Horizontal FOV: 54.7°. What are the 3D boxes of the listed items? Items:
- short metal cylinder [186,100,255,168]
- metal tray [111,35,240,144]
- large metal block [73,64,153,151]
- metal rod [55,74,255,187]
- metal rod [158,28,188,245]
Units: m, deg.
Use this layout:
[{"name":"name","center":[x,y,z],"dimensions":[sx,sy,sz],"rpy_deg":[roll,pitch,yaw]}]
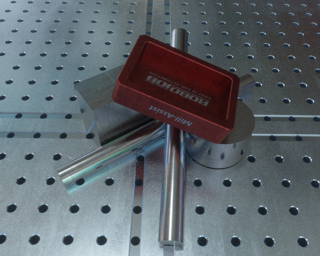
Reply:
[{"name":"short metal cylinder","center":[0.073,0.003,0.388],"dimensions":[0.081,0.050,0.080],"rpy_deg":[0,50,0]},{"name":"metal tray","center":[0.022,-0.046,0.351],"dimensions":[0.131,0.030,0.090],"rpy_deg":[22,51,-6]},{"name":"large metal block","center":[-0.054,-0.026,0.392],"dimensions":[0.081,0.080,0.050],"rpy_deg":[-27,56,-21]},{"name":"metal rod","center":[0.010,-0.006,0.413],"dimensions":[0.302,0.025,0.025],"rpy_deg":[-27,55,-21]},{"name":"metal rod","center":[0.020,-0.012,0.389],"dimensions":[0.025,0.025,0.299],"rpy_deg":[3,59,2]}]
